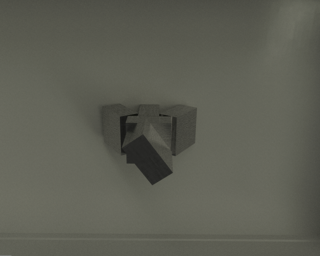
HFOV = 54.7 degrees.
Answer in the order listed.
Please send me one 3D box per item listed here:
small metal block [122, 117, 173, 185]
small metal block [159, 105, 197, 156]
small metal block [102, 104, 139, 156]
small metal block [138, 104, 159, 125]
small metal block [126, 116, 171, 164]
[{"bbox_3d":[-0.012,0.023,0.324,0.025,0.050,0.050,-33,107,12],"label":"small metal block"},{"bbox_3d":[0.023,0.002,0.394,0.025,0.050,0.050,14,114,32],"label":"small metal block"},{"bbox_3d":[-0.050,0.001,0.393,0.025,0.050,0.050,-12,114,-32],"label":"small metal block"},{"bbox_3d":[-0.014,0.001,0.396,0.025,0.050,0.050,1,110,0],"label":"small metal block"},{"bbox_3d":[-0.013,0.014,0.360,0.050,0.025,0.050,1,110,-1],"label":"small metal block"}]
